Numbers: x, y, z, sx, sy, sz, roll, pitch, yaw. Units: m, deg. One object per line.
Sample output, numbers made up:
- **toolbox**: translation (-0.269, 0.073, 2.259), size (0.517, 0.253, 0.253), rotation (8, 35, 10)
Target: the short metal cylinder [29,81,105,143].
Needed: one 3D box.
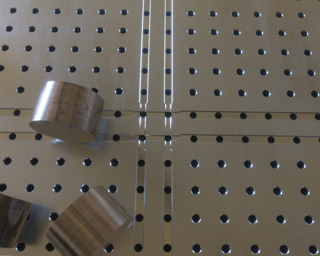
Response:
- **short metal cylinder**: translation (-0.115, -0.017, 0.387), size (0.080, 0.080, 0.050), rotation (9, 71, 3)

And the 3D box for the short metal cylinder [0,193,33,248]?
- **short metal cylinder**: translation (-0.192, 0.096, 0.345), size (0.080, 0.080, 0.050), rotation (15, 71, 5)

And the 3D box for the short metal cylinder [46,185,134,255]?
- **short metal cylinder**: translation (-0.075, 0.110, 0.341), size (0.050, 0.080, 0.080), rotation (42, 75, 13)
